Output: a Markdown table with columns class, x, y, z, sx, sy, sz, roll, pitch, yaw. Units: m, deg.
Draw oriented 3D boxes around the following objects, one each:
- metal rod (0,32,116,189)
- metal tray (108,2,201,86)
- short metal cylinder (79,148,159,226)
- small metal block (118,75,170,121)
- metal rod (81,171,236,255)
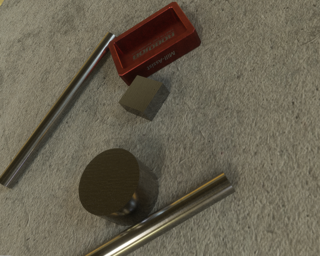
| class | x | y | z | sx | sy | sz | roll | pitch | yaw |
| --- | --- | --- | --- | --- | --- | --- | --- | --- | --- |
| metal rod | -0.161 | -0.037 | 0.510 | 0.025 | 0.025 | 0.300 | 22 | 73 | 36 |
| metal tray | -0.012 | -0.133 | 0.488 | 0.130 | 0.030 | 0.090 | -30 | 52 | 9 |
| short metal cylinder | -0.048 | 0.071 | 0.370 | 0.080 | 0.050 | 0.080 | -13 | 56 | 21 |
| small metal block | -0.022 | -0.043 | 0.442 | 0.050 | 0.025 | 0.050 | 23 | 74 | 36 |
| metal rod | -0.052 | 0.137 | 0.347 | 0.300 | 0.025 | 0.025 | -32 | 52 | 7 |
